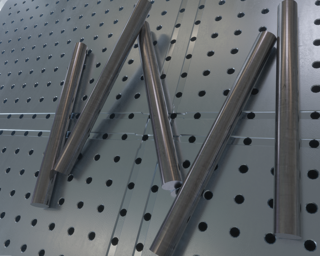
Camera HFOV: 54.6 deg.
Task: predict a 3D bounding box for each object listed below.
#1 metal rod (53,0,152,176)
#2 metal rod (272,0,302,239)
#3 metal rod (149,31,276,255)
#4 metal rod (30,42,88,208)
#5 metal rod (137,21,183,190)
[{"bbox_3d":[-0.083,-0.070,0.477,0.025,0.025,0.299,15,75,34],"label":"metal rod"},{"bbox_3d":[0.144,-0.032,0.352,0.025,0.025,0.300,-3,60,27],"label":"metal rod"},{"bbox_3d":[0.070,0.008,0.367,0.025,0.025,0.300,18,71,35],"label":"metal rod"},{"bbox_3d":[-0.158,-0.022,0.505,0.025,0.025,0.300,-10,57,23],"label":"metal rod"},{"bbox_3d":[-0.008,-0.054,0.446,0.025,0.025,0.300,-22,53,15],"label":"metal rod"}]
